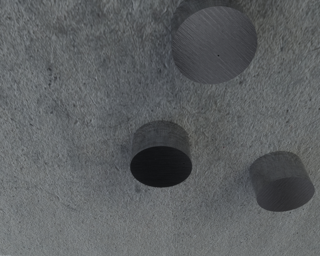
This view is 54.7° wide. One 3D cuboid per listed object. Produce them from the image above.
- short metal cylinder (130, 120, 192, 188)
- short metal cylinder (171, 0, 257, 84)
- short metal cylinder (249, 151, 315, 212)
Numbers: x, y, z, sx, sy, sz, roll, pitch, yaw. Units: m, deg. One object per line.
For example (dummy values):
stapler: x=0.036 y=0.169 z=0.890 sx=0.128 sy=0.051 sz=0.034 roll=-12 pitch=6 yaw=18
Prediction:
short metal cylinder: x=0.002 y=0.036 z=0.421 sx=0.081 sy=0.050 sz=0.079 roll=0 pitch=130 yaw=0
short metal cylinder: x=0.052 y=-0.091 z=0.313 sx=0.081 sy=0.050 sz=0.079 roll=0 pitch=130 yaw=0
short metal cylinder: x=0.179 y=0.080 z=0.461 sx=0.081 sy=0.050 sz=0.079 roll=0 pitch=130 yaw=0
